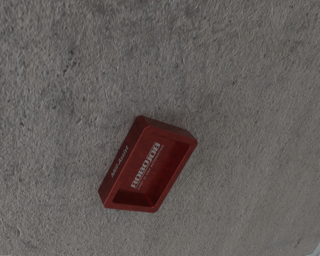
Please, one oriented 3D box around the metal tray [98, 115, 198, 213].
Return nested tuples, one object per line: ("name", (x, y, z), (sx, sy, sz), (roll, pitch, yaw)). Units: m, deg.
("metal tray", (-0.017, 0.054, 0.427), (0.091, 0.030, 0.129), (17, 109, -35))
